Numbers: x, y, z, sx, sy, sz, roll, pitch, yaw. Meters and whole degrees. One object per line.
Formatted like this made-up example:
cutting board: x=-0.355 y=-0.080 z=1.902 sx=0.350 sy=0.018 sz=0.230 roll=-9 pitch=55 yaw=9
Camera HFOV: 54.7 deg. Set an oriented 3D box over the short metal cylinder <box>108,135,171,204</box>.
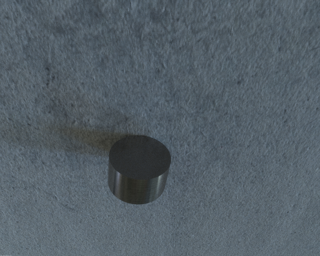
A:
short metal cylinder: x=-0.029 y=0.055 z=0.418 sx=0.081 sy=0.080 sz=0.050 roll=6 pitch=130 yaw=-5
